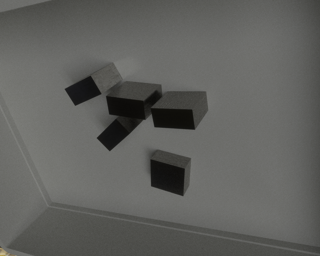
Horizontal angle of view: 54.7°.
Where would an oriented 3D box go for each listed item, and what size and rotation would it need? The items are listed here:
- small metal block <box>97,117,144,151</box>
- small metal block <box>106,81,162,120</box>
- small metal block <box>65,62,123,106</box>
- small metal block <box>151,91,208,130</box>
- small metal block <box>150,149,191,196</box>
[{"bbox_3d":[-0.050,-0.002,0.416,0.025,0.050,0.050,47,129,-5],"label":"small metal block"},{"bbox_3d":[-0.030,-0.036,0.385,0.050,0.050,0.025,9,122,23],"label":"small metal block"},{"bbox_3d":[-0.085,-0.057,0.400,0.050,0.050,0.025,-17,109,34],"label":"small metal block"},{"bbox_3d":[0.024,-0.022,0.365,0.050,0.050,0.025,4,120,26],"label":"small metal block"},{"bbox_3d":[0.015,0.063,0.439,0.050,0.025,0.050,13,124,20],"label":"small metal block"}]
